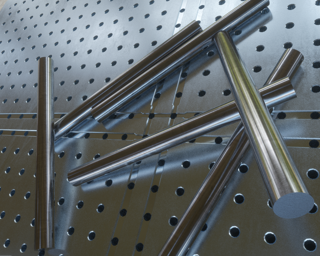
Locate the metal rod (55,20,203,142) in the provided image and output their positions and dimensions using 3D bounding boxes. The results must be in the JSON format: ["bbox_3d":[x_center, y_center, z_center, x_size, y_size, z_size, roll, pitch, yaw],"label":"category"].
[{"bbox_3d":[-0.063,-0.067,0.483,0.300,0.025,0.025,-36,51,4],"label":"metal rod"}]

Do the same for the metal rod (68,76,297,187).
[{"bbox_3d":[0.009,0.013,0.376,0.300,0.025,0.025,-24,53,21],"label":"metal rod"}]

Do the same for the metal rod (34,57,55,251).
[{"bbox_3d":[-0.169,0.021,0.458,0.025,0.025,0.299,-19,63,17],"label":"metal rod"}]

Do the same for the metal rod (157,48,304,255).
[{"bbox_3d":[0.080,0.033,0.346,0.025,0.025,0.300,25,75,37],"label":"metal rod"}]

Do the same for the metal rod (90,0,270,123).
[{"bbox_3d":[0.026,-0.102,0.458,0.300,0.025,0.025,-34,51,5],"label":"metal rod"}]

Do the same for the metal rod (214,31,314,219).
[{"bbox_3d":[0.086,-0.038,0.317,0.025,0.025,0.300,-21,32,16],"label":"metal rod"}]
